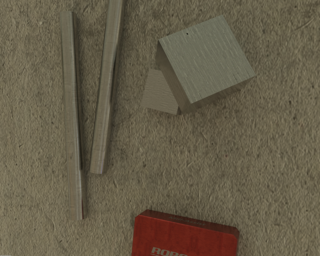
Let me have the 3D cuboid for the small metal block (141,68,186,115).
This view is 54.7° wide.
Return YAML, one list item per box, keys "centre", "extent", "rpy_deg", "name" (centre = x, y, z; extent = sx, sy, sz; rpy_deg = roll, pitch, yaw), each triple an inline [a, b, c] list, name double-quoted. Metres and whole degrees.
- centre: [0.008, -0.047, 0.406]
  extent: [0.050, 0.025, 0.050]
  rpy_deg: [15, 95, 19]
  name: "small metal block"

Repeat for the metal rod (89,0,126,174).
- centre: [-0.070, -0.086, 0.432]
  extent: [0.025, 0.025, 0.298]
  rpy_deg: [8, 93, 19]
  name: "metal rod"

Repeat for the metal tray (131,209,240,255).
- centre: [0.030, 0.163, 0.395]
  extent: [0.130, 0.030, 0.089]
  rpy_deg: [6, 92, 19]
  name: "metal tray"

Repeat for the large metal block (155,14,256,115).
- centre: [0.049, -0.072, 0.361]
  extent: [0.080, 0.050, 0.080]
  rpy_deg: [-24, 81, -10]
  name: "large metal block"

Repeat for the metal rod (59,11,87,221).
- centre: [-0.127, -0.018, 0.452]
  extent: [0.025, 0.025, 0.298]
  rpy_deg: [-4, 89, 19]
  name: "metal rod"
